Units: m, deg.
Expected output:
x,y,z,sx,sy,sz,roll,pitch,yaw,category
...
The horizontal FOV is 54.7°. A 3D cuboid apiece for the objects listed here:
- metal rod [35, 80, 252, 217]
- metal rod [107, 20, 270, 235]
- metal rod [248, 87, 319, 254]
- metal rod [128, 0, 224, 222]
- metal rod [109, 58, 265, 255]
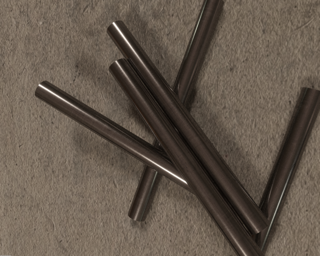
x,y,z,sx,sy,sz,roll,pitch,yaw,category
-0.023,0.027,0.384,0.301,0.025,0.025,31,100,5,metal rod
0.027,-0.009,0.371,0.025,0.025,0.299,-38,79,16,metal rod
0.127,0.099,0.363,0.025,0.025,0.298,20,96,18,metal rod
0.018,-0.019,0.401,0.025,0.025,0.298,22,97,18,metal rod
0.031,0.042,0.357,0.025,0.025,0.299,-38,79,16,metal rod
